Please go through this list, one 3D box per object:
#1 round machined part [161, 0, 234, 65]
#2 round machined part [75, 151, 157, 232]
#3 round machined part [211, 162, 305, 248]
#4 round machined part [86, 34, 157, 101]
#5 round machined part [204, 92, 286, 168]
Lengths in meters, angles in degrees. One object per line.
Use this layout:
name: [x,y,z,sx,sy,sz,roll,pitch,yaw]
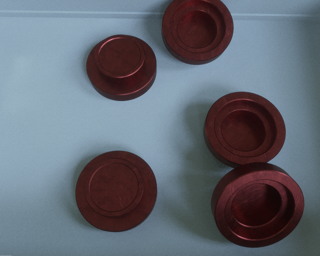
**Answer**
round machined part: [0.051,-0.137,0.443,0.099,0.042,0.097,0,85,-3]
round machined part: [-0.053,0.074,0.373,0.099,0.042,0.098,0,70,0]
round machined part: [0.107,0.083,0.354,0.099,0.042,0.097,-1,108,-3]
round machined part: [-0.054,-0.091,0.433,0.099,0.042,0.098,0,70,0]
round machined part: [0.105,0.006,0.399,0.099,0.042,0.098,0,70,0]
